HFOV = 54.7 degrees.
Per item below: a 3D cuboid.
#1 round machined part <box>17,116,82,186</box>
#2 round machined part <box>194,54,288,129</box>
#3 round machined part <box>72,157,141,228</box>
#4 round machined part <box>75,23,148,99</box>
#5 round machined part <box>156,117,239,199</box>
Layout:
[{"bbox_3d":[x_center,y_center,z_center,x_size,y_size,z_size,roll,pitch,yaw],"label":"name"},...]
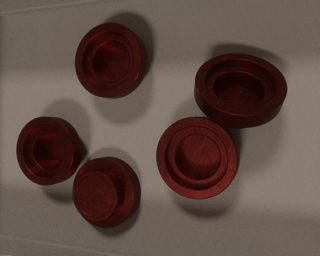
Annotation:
[{"bbox_3d":[-0.156,0.032,0.455,0.098,0.042,0.097,0,90,19],"label":"round machined part"},{"bbox_3d":[0.088,-0.038,0.353,0.099,0.042,0.098,-1,52,1],"label":"round machined part"},{"bbox_3d":[-0.080,0.090,0.428,0.098,0.042,0.097,0,90,19],"label":"round machined part"},{"bbox_3d":[-0.062,-0.088,0.422,0.098,0.042,0.097,0,90,19],"label":"round machined part"},{"bbox_3d":[0.048,0.035,0.382,0.098,0.042,0.097,1,93,20],"label":"round machined part"}]
